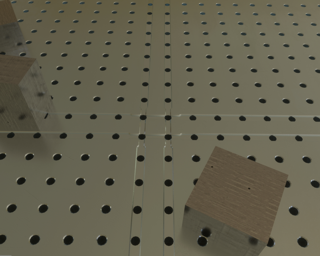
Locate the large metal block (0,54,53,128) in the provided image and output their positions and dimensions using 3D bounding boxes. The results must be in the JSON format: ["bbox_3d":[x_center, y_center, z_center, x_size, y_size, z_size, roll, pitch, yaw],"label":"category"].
[{"bbox_3d":[-0.200,-0.049,0.411,0.080,0.080,0.050,8,51,6],"label":"large metal block"}]

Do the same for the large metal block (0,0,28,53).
[{"bbox_3d":[-0.285,-0.171,0.531,0.081,0.050,0.080,-20,53,-17],"label":"large metal block"}]

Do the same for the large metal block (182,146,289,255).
[{"bbox_3d":[0.078,0.077,0.328,0.080,0.050,0.080,22,53,17],"label":"large metal block"}]
